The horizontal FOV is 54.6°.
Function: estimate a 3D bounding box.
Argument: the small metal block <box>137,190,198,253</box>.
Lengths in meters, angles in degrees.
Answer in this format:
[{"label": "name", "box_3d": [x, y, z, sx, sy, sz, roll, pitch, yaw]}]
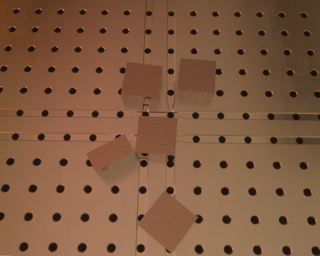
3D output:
[{"label": "small metal block", "box_3d": [0.009, 0.112, 0.371, 0.050, 0.025, 0.050, 37, 74, 12]}]

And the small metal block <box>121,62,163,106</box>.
[{"label": "small metal block", "box_3d": [-0.024, -0.062, 0.434, 0.050, 0.025, 0.050, 7, 70, 2]}]

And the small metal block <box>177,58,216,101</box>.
[{"label": "small metal block", "box_3d": [0.051, -0.068, 0.437, 0.050, 0.025, 0.050, 6, 70, 2]}]

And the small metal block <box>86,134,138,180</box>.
[{"label": "small metal block", "box_3d": [-0.058, 0.037, 0.385, 0.050, 0.050, 0.025, -28, 73, -10]}]

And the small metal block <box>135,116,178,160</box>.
[{"label": "small metal block", "box_3d": [-0.004, 0.013, 0.407, 0.050, 0.025, 0.050, 5, 70, 1]}]
